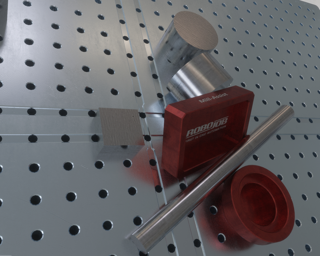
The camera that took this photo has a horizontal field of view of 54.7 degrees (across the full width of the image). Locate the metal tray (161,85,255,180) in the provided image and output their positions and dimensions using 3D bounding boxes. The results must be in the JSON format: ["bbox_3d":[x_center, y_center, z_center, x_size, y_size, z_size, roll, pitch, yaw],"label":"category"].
[{"bbox_3d":[0.063,0.002,0.399,0.131,0.089,0.030,-19,35,-35],"label":"metal tray"}]

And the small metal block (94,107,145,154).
[{"bbox_3d":[-0.051,0.004,0.379,0.050,0.025,0.050,1,61,-28],"label":"small metal block"}]

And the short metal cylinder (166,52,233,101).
[{"bbox_3d":[0.056,-0.061,0.440,0.081,0.080,0.050,-31,78,-38],"label":"short metal cylinder"}]

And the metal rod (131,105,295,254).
[{"bbox_3d":[0.086,0.048,0.398,0.302,0.025,0.025,-34,81,-30],"label":"metal rod"}]

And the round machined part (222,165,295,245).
[{"bbox_3d":[0.121,0.101,0.401,0.099,0.042,0.098,14,56,-21],"label":"round machined part"}]

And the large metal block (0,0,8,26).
[{"bbox_3d":[-0.234,-0.141,0.352,0.080,0.050,0.080,28,52,-11],"label":"large metal block"}]

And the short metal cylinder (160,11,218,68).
[{"bbox_3d":[0.047,-0.142,0.504,0.081,0.050,0.080,14,56,-21],"label":"short metal cylinder"}]
